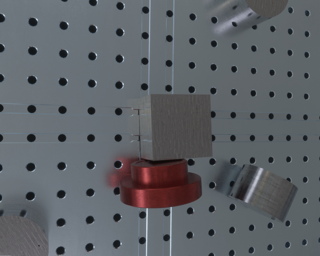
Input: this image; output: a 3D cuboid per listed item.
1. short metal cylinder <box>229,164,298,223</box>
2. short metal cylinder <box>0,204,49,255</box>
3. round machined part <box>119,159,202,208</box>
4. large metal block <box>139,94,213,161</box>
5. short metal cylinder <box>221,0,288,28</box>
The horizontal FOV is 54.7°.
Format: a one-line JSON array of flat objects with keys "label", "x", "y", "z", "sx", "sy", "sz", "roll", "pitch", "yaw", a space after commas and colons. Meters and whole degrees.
[{"label": "short metal cylinder", "x": 0.144, "y": 0.092, "z": 0.437, "sx": 0.080, "sy": 0.080, "sz": 0.050, "roll": 31, "pitch": 80, "yaw": -18}, {"label": "short metal cylinder", "x": -0.165, "y": 0.129, "z": 0.339, "sx": 0.081, "sy": 0.050, "sz": 0.079, "roll": 0, "pitch": 90, "yaw": -20}, {"label": "round machined part", "x": 0.000, "y": 0.061, "z": 0.374, "sx": 0.099, "sy": 0.098, "sz": 0.042, "roll": -5, "pitch": 93, "yaw": -20}, {"label": "large metal block", "x": 0.019, "y": -0.001, "z": 0.405, "sx": 0.081, "sy": 0.050, "sz": 0.080, "roll": -2, "pitch": 89, "yaw": -20}, {"label": "short metal cylinder", "x": 0.137, "y": -0.193, "z": 0.450, "sx": 0.081, "sy": 0.050, "sz": 0.079, "roll": 0, "pitch": 90, "yaw": -20}]
